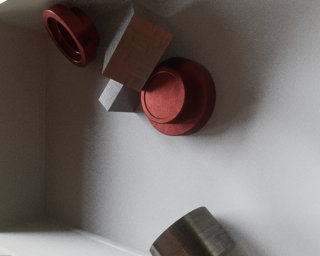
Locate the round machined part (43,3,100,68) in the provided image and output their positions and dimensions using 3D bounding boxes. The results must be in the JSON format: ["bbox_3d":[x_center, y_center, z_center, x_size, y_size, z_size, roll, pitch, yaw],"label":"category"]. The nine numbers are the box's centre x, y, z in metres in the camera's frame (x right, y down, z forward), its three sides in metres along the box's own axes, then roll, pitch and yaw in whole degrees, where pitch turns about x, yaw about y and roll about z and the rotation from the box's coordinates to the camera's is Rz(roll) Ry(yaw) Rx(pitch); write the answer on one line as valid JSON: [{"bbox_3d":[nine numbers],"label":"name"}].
[{"bbox_3d":[-0.131,-0.146,0.479,0.098,0.042,0.098,38,155,21],"label":"round machined part"}]

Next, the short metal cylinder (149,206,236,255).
[{"bbox_3d":[0.036,0.132,0.340,0.050,0.081,0.080,49,119,28],"label":"short metal cylinder"}]

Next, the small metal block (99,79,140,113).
[{"bbox_3d":[-0.048,-0.049,0.428,0.025,0.050,0.050,50,119,28],"label":"small metal block"}]

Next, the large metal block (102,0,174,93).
[{"bbox_3d":[-0.030,-0.104,0.389,0.080,0.050,0.080,-56,22,25],"label":"large metal block"}]

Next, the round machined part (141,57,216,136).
[{"bbox_3d":[0.015,-0.039,0.382,0.098,0.042,0.097,0,90,39],"label":"round machined part"}]
